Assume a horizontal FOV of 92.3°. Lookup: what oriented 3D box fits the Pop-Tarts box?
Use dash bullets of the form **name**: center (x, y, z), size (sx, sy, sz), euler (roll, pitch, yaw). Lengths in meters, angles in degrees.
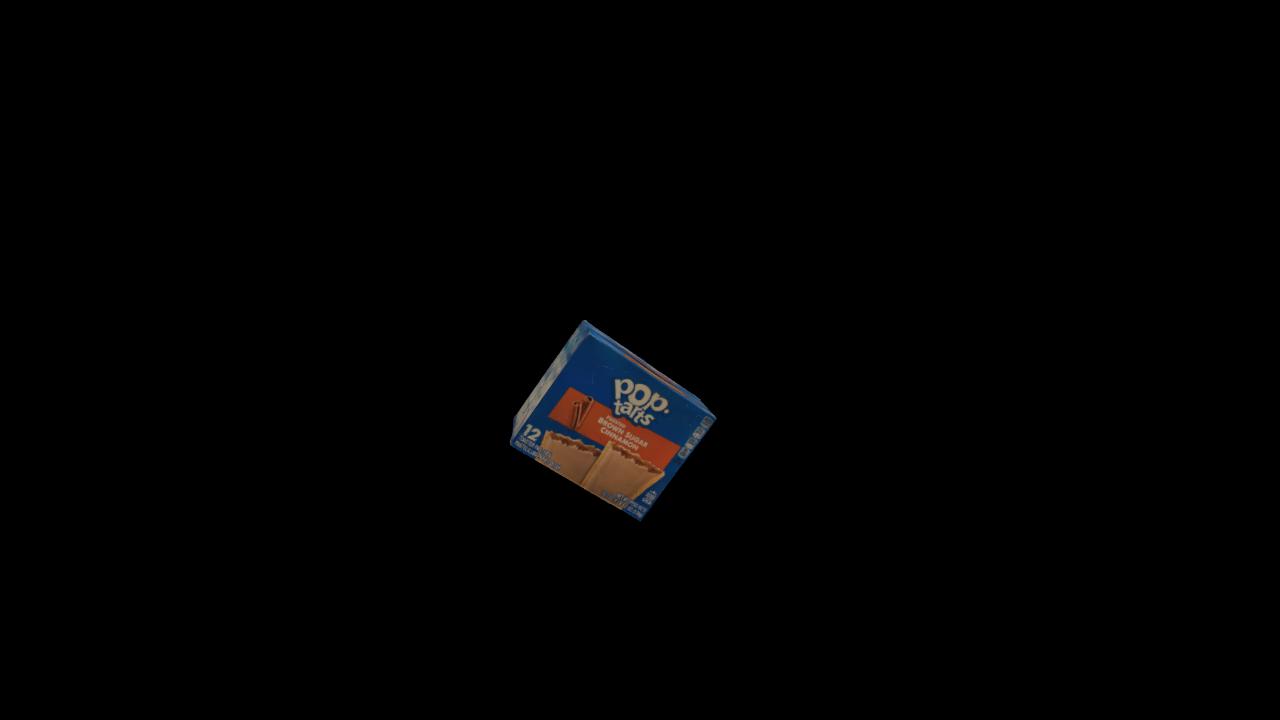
- **Pop-Tarts box**: center (-0.030, 0.064, 0.662), size (0.167, 0.141, 0.083), euler (35, 5, -17)
